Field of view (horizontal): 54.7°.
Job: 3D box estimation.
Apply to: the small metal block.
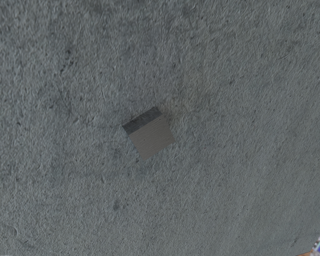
[{"bbox_3d":[-0.014,0.007,0.407,0.050,0.025,0.050,-32,129,-8],"label":"small metal block"}]
